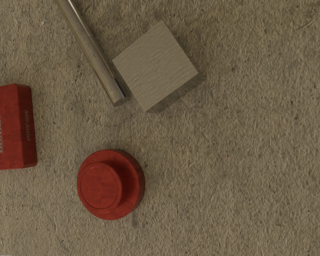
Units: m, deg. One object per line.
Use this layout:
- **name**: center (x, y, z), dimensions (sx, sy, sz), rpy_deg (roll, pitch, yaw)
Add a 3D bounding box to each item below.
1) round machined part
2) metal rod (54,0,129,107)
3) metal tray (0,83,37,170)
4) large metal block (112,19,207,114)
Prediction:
- **round machined part**: center (-0.073, 0.079, 0.426), dimensions (0.098, 0.042, 0.097), rpy_deg (0, 90, 20)
- **metal rod**: center (-0.128, -0.163, 0.453), dimensions (0.025, 0.025, 0.299), rpy_deg (-33, 79, 17)
- **metal tray**: center (-0.247, 0.001, 0.493), dimensions (0.090, 0.030, 0.129), rpy_deg (-6, 88, 19)
- **large metal block**: center (0.000, -0.074, 0.396), dimensions (0.080, 0.050, 0.080), rpy_deg (-35, 79, 16)
